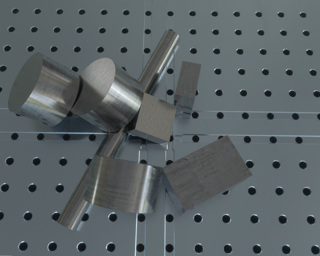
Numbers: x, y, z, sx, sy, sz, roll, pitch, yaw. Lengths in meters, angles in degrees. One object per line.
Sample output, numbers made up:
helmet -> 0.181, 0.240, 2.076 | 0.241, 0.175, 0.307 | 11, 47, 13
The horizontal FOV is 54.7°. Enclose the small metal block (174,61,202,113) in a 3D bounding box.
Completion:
small metal block -> 0.036, -0.054, 0.418 | 0.025, 0.050, 0.050 | 11, 71, 4

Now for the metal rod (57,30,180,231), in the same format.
metal rod -> -0.047, -0.010, 0.414 | 0.025, 0.025, 0.300 | 24, 72, 8

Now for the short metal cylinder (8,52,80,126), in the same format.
short metal cylinder -> -0.147, -0.048, 0.393 | 0.080, 0.050, 0.080 | -22, 55, 36

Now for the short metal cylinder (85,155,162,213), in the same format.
short metal cylinder -> -0.041, 0.062, 0.354 | 0.080, 0.080, 0.050 | 10, 84, 4

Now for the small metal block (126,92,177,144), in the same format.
small metal block -> -0.010, -0.012, 0.403 | 0.050, 0.025, 0.050 | 22, 70, -26

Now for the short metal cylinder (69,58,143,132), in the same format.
short metal cylinder -> -0.069, -0.041, 0.392 | 0.080, 0.050, 0.080 | -20, 53, 31

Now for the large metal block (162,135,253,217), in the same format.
large metal block -> 0.049, 0.059, 0.361 | 0.080, 0.080, 0.050 | -26, 73, -9
